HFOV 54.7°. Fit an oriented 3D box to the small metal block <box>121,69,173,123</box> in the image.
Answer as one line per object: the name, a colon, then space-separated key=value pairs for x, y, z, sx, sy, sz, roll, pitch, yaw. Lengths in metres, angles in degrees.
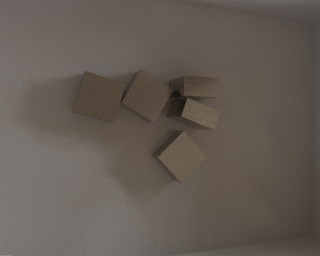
small metal block: x=-0.019 y=-0.041 z=0.404 sx=0.050 sy=0.025 sz=0.050 roll=32 pitch=79 yaw=-18

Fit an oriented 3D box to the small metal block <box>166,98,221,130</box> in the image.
small metal block: x=0.044 y=-0.018 z=0.415 sx=0.050 sy=0.050 sz=0.025 roll=21 pitch=83 yaw=-19

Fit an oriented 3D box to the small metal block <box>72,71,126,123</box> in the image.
small metal block: x=-0.076 y=-0.037 z=0.383 sx=0.050 sy=0.025 sz=0.050 roll=16 pitch=84 yaw=-20

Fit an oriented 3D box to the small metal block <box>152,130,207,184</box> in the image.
small metal block: x=0.026 y=0.039 z=0.422 sx=0.050 sy=0.025 sz=0.050 roll=-45 pitch=104 yaw=-15

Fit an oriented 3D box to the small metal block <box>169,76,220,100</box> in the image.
small metal block: x=0.045 y=-0.052 z=0.415 sx=0.050 sy=0.050 sz=0.025 roll=0 pitch=90 yaw=-20
